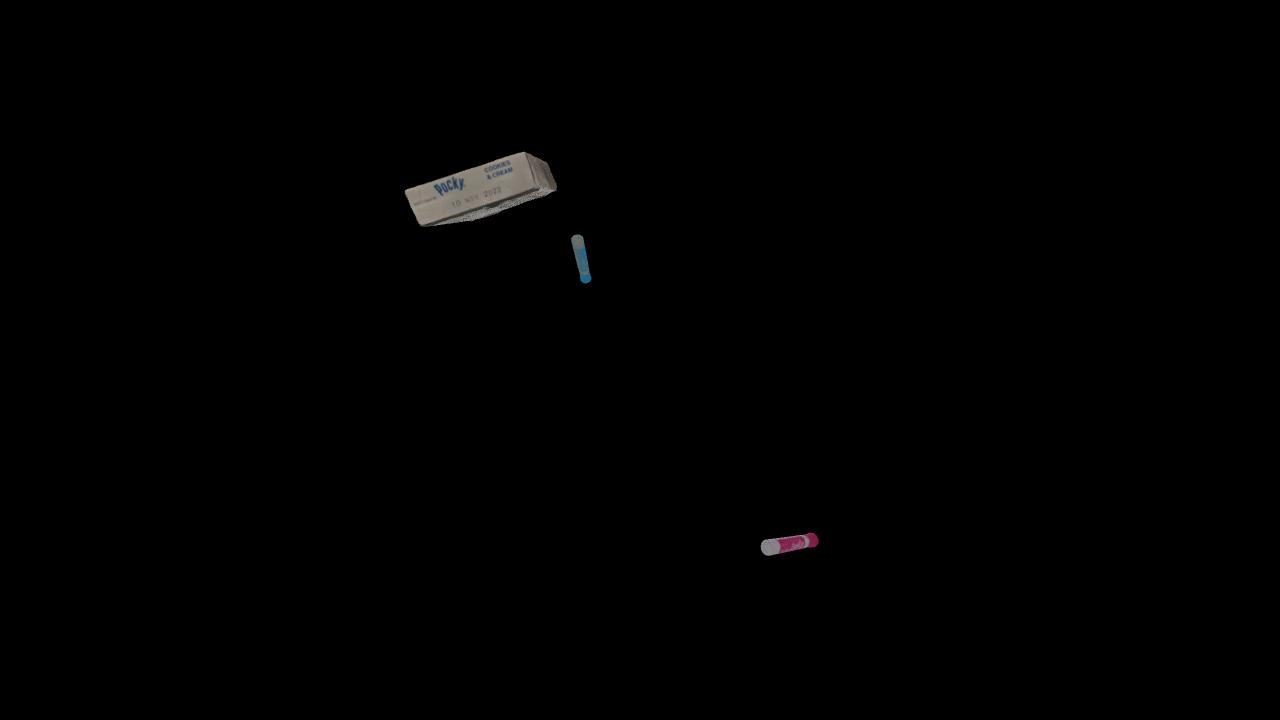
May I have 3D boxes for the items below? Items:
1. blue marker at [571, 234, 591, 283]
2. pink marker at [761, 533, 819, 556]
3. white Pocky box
[{"bbox_3d":[-0.093,-0.158,0.979,0.020,0.020,0.121,0,-23,2],"label":"blue marker"},{"bbox_3d":[0.191,0.230,0.772,0.020,0.020,0.121,0,-8,42],"label":"pink marker"},{"bbox_3d":[-0.109,-0.125,0.457,0.084,0.028,0.154,-19,15,2],"label":"white Pocky box"}]
